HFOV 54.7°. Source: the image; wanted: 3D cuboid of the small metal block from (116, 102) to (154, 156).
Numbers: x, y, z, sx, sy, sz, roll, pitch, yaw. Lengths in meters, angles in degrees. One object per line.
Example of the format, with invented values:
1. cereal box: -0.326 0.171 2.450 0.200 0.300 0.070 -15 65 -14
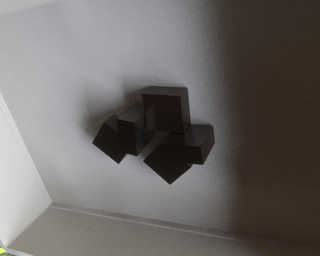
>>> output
1. small metal block: -0.031 0.000 0.405 0.025 0.050 0.050 12 123 21

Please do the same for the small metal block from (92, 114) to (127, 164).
1. small metal block: -0.063 0.016 0.448 0.050 0.025 0.050 39 129 1

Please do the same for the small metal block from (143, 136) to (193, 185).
1. small metal block: 0.014 0.042 0.424 0.050 0.025 0.050 42 129 -1

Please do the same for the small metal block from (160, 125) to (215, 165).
1. small metal block: 0.035 0.019 0.381 0.050 0.050 0.025 3 120 26

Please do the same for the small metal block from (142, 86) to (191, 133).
1. small metal block: 0.009 -0.023 0.386 0.050 0.025 0.050 6 121 24
